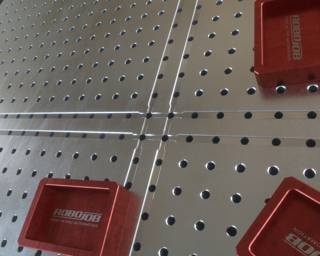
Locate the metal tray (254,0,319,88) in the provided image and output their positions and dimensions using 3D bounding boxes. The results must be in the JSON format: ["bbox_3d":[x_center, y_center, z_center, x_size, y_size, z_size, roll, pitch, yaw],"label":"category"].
[{"bbox_3d":[0.167,-0.116,0.388,0.090,0.030,0.130,-5,59,25],"label":"metal tray"}]

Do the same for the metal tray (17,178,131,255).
[{"bbox_3d":[-0.108,0.112,0.390,0.130,0.030,0.090,-2,61,26],"label":"metal tray"}]

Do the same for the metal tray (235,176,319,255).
[{"bbox_3d":[0.143,0.112,0.260,0.130,0.030,0.090,32,79,37],"label":"metal tray"}]
